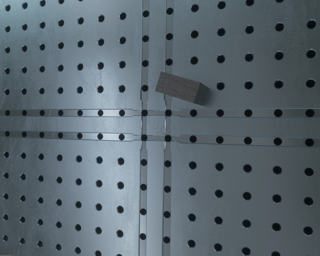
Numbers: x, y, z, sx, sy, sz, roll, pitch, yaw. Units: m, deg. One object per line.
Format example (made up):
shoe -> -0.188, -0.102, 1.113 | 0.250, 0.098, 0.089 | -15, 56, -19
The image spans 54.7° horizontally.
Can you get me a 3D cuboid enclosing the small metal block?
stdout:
small metal block -> 0.029, -0.049, 0.389 | 0.050, 0.050, 0.025 | 19, 97, 18
